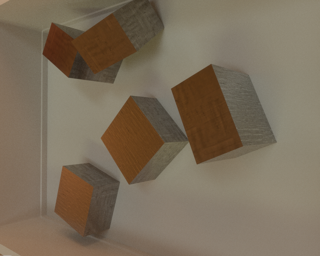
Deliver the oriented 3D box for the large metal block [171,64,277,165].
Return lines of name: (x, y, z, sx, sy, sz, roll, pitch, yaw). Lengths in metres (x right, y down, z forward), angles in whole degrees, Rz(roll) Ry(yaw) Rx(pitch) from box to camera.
large metal block: (0.066, -0.012, 0.316, 0.050, 0.081, 0.080, -28, 72, 36)

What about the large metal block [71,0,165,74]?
large metal block: (-0.054, -0.123, 0.406, 0.080, 0.080, 0.050, -17, 116, 38)

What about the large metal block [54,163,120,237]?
large metal block: (-0.116, 0.109, 0.486, 0.080, 0.050, 0.079, 22, 104, 38)

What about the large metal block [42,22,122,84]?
large metal block: (-0.115, -0.111, 0.466, 0.080, 0.081, 0.050, 39, 115, 33)

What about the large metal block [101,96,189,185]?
large metal block: (-0.022, 0.015, 0.409, 0.080, 0.050, 0.080, -51, 60, 28)
